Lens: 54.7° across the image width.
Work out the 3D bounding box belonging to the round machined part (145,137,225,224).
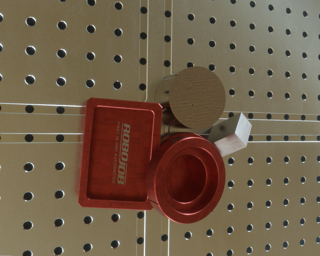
[{"bbox_3d":[0.026,0.058,0.363,0.099,0.042,0.097,-1,93,-31],"label":"round machined part"}]

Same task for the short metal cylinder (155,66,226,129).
[{"bbox_3d":[0.040,-0.038,0.415,0.081,0.050,0.079,0,90,-21],"label":"short metal cylinder"}]

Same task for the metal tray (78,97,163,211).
[{"bbox_3d":[-0.048,0.032,0.381,0.091,0.030,0.129,5,88,-6],"label":"metal tray"}]

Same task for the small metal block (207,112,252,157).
[{"bbox_3d":[0.094,0.011,0.425,0.025,0.050,0.050,49,40,-14],"label":"small metal block"}]

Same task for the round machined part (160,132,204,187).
[{"bbox_3d":[0.035,0.054,0.416,0.099,0.042,0.097,0,90,-21],"label":"round machined part"}]
